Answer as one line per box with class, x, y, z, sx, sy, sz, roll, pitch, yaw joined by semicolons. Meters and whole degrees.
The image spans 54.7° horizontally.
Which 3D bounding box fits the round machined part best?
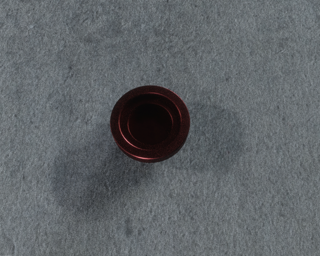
round machined part;-0.012;-0.002;0.400;0.099;0.042;0.098;0;70;-1
